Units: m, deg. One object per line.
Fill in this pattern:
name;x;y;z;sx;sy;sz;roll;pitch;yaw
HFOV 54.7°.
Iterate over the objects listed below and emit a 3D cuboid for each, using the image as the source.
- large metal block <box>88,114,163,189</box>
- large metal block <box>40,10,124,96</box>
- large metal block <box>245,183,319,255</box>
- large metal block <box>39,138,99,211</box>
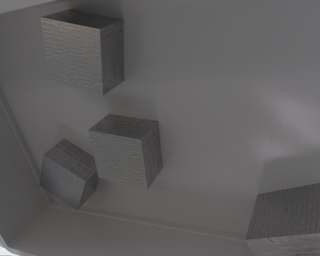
large metal block;-0.046;0.031;0.436;0.080;0.050;0.079;9;122;23
large metal block;-0.092;-0.095;0.383;0.080;0.050;0.079;17;125;18
large metal block;0.156;0.116;0.362;0.080;0.080;0.050;-21;107;36
large metal block;-0.150;0.078;0.520;0.080;0.050;0.079;30;128;8
